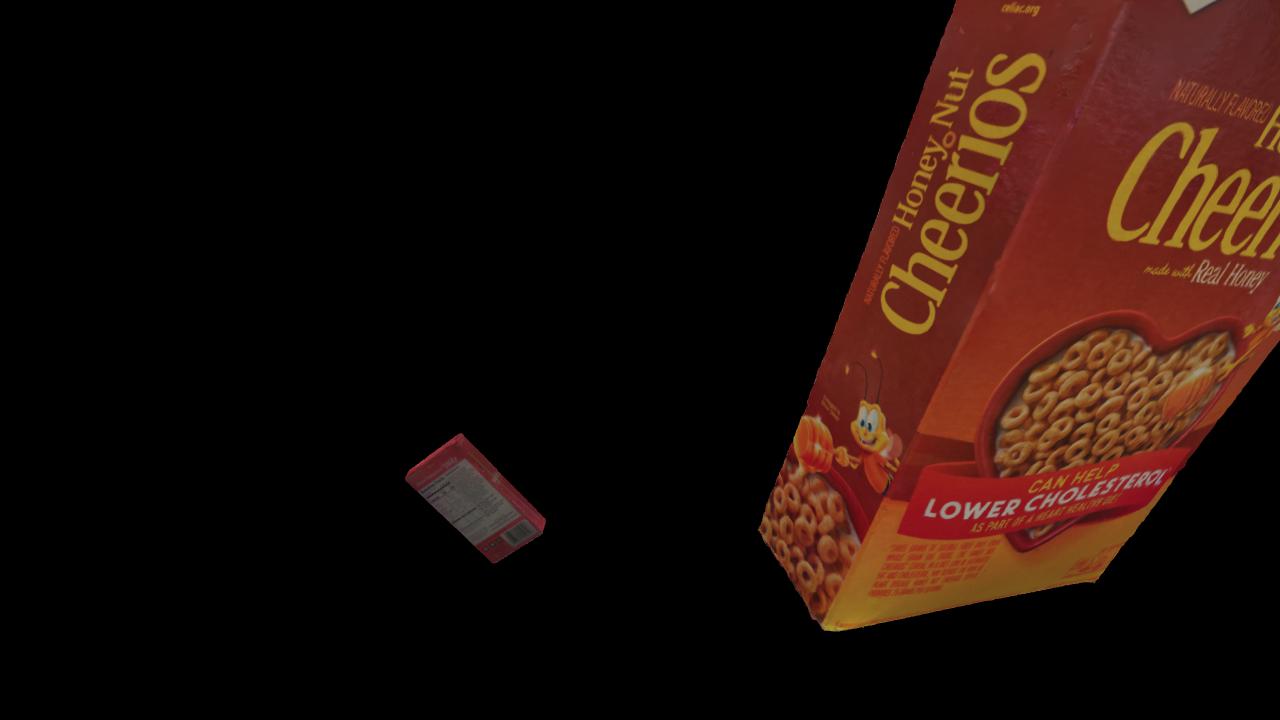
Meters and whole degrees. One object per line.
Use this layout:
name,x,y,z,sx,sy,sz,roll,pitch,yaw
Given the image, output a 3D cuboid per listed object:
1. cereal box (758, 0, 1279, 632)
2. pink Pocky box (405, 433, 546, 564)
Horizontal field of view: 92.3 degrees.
cereal box,0.195,-0.018,0.282,0.203,0.306,0.081,1,30,-22
pink Pocky box,-0.193,0.166,0.729,0.084,0.155,0.029,-35,17,16
